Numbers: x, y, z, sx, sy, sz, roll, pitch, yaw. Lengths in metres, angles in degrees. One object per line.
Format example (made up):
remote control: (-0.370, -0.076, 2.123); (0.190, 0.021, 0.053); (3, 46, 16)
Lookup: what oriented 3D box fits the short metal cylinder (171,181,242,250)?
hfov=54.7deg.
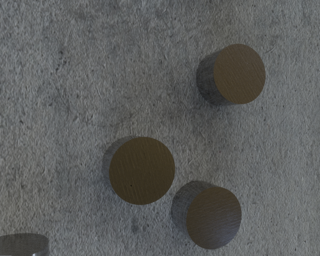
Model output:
short metal cylinder: (0.062, 0.115, 0.418); (0.081, 0.050, 0.080); (0, 90, -20)

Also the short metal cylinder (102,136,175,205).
short metal cylinder: (-0.028, 0.050, 0.385); (0.081, 0.050, 0.080); (0, 90, -20)

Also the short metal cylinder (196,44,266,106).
short metal cylinder: (0.098, -0.071, 0.431); (0.081, 0.050, 0.080); (0, 90, -20)

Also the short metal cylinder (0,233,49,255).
short metal cylinder: (-0.158, 0.148, 0.322); (0.081, 0.080, 0.050); (-2, 91, -20)
